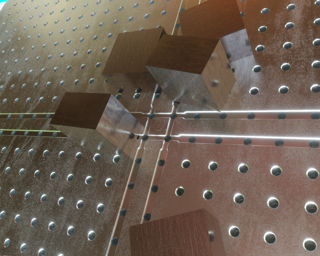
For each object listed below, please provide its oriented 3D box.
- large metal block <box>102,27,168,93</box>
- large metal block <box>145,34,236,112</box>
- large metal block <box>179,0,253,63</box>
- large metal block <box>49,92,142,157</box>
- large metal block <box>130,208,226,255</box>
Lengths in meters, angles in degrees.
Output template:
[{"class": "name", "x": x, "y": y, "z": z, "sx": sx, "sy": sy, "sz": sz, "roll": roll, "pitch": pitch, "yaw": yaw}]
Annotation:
[{"class": "large metal block", "x": -0.030, "y": -0.101, "z": 0.471, "sx": 0.080, "sy": 0.050, "sz": 0.080, "roll": 2, "pitch": 63, "yaw": 29}, {"class": "large metal block", "x": 0.041, "y": -0.070, "z": 0.395, "sx": 0.080, "sy": 0.080, "sz": 0.050, "roll": 17, "pitch": 71, "yaw": 35}, {"class": "large metal block", "x": 0.077, "y": -0.133, "z": 0.434, "sx": 0.080, "sy": 0.050, "sz": 0.080, "roll": -17, "pitch": 55, "yaw": 18}, {"class": "large metal block", "x": -0.084, "y": -0.005, "z": 0.422, "sx": 0.080, "sy": 0.080, "sz": 0.050, "roll": 6, "pitch": 65, "yaw": 31}, {"class": "large metal block", "x": 0.020, "y": 0.133, "z": 0.301, "sx": 0.080, "sy": 0.050, "sz": 0.080, "roll": -19, "pitch": 54, "yaw": 17}]
